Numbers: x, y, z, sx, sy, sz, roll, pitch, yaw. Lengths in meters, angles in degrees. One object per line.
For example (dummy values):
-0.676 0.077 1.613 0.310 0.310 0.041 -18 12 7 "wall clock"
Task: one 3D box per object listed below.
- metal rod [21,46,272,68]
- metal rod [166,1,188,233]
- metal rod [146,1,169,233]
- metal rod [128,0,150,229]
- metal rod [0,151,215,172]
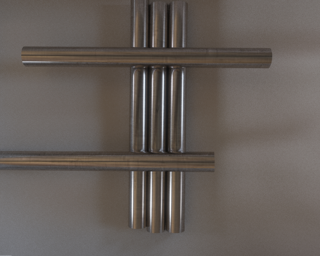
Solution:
-0.016 -0.088 0.385 0.302 0.025 0.025 0 90 0 "metal rod"
0.022 -0.014 0.410 0.025 0.025 0.298 1 90 0 "metal rod"
-0.003 -0.014 0.410 0.025 0.025 0.298 1 90 0 "metal rod"
-0.028 -0.019 0.410 0.025 0.025 0.298 1 90 0 "metal rod"
-0.084 0.042 0.391 0.302 0.025 0.025 0 90 7 "metal rod"
